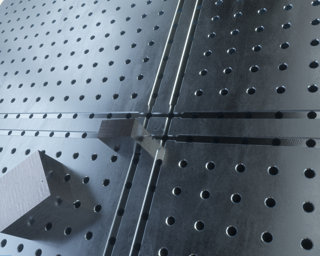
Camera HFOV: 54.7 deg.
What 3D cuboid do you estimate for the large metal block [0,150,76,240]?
[{"bbox_3d":[-0.173,0.091,0.425,0.080,0.050,0.080,-37,51,3],"label":"large metal block"}]

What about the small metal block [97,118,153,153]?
[{"bbox_3d":[-0.045,0.012,0.407,0.050,0.050,0.025,-3,61,26],"label":"small metal block"}]
